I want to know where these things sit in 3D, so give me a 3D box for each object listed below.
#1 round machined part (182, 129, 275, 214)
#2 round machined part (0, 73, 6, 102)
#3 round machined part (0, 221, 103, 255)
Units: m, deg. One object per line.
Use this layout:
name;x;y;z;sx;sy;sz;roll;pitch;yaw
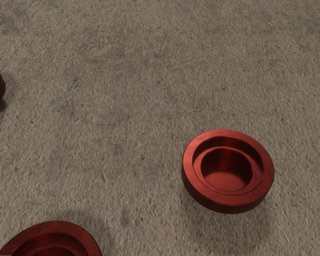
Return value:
round machined part;0.073;0.052;0.350;0.099;0.042;0.098;0;50;0
round machined part;-0.264;-0.045;0.427;0.099;0.042;0.098;0;50;0
round machined part;-0.097;0.137;0.275;0.099;0.042;0.098;0;50;0
